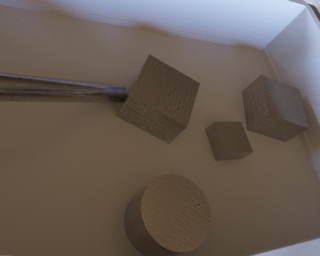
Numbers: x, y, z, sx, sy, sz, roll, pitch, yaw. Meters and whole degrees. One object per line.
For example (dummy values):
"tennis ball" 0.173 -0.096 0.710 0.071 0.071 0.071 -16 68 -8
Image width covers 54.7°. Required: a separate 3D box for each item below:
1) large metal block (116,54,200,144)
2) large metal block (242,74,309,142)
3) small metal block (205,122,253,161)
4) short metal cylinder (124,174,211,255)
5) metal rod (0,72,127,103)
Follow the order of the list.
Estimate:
"large metal block" -0.001 -0.038 0.414 0.080 0.050 0.080 28 52 -11
"large metal block" 0.189 -0.032 0.513 0.081 0.050 0.080 16 55 -20
"small metal block" 0.100 0.018 0.451 0.050 0.025 0.050 -1 62 -29
"short metal cylinder" 0.008 0.096 0.336 0.081 0.050 0.080 14 56 -21
"metal rod" -0.128 -0.036 0.277 0.025 0.025 0.302 59 27 13
